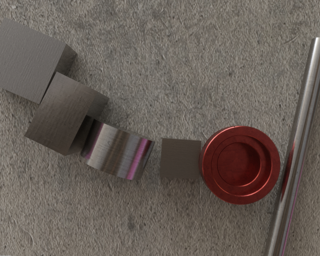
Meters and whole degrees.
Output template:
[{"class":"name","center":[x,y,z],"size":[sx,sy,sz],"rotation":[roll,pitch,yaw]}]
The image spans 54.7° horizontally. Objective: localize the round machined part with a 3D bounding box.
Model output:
[{"class":"round machined part","center":[0.099,0.045,0.401],"size":[0.099,0.042,0.097],"rotation":[0,91,-4]}]

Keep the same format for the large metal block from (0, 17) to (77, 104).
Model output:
[{"class":"large metal block","center":[-0.165,-0.081,0.395],"size":[0.080,0.050,0.080],"rotation":[24,90,-1]}]

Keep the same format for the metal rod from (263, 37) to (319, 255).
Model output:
[{"class":"metal rod","center":[0.183,0.029,0.412],"size":[0.025,0.025,0.298],"rotation":[13,90,-1]}]

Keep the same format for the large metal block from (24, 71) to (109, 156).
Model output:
[{"class":"large metal block","center":[-0.109,-0.016,0.381],"size":[0.050,0.080,0.080],"rotation":[26,90,-1]}]

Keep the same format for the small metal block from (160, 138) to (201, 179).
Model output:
[{"class":"small metal block","center":[0.026,0.040,0.410],"size":[0.050,0.025,0.050],"rotation":[4,90,-1]}]

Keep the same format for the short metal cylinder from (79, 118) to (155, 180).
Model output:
[{"class":"short metal cylinder","center":[-0.052,0.026,0.382],"size":[0.080,0.080,0.050],"rotation":[21,90,-1]}]
